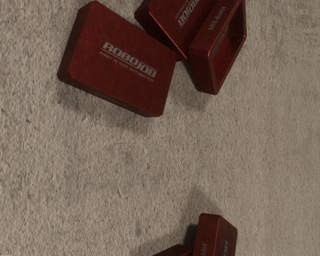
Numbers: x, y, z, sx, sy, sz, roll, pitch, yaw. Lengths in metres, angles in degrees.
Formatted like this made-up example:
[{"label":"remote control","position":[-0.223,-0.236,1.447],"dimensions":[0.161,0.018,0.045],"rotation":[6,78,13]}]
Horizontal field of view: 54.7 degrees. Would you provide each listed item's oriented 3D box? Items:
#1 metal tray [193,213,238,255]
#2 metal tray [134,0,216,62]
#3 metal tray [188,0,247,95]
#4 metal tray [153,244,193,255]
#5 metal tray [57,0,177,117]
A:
[{"label":"metal tray","position":[0.076,0.197,0.438],"dimensions":[0.090,0.030,0.130],"rotation":[46,51,-48]},{"label":"metal tray","position":[0.032,-0.168,0.430],"dimensions":[0.090,0.030,0.130],"rotation":[44,63,-31]},{"label":"metal tray","position":[0.089,-0.125,0.453],"dimensions":[0.130,0.030,0.090],"rotation":[-60,151,-23]},{"label":"metal tray","position":[0.009,0.234,0.412],"dimensions":[0.091,0.030,0.129],"rotation":[-7,95,-40]},{"label":"metal tray","position":[-0.044,-0.075,0.366],"dimensions":[0.131,0.030,0.090],"rotation":[23,76,-38]}]
